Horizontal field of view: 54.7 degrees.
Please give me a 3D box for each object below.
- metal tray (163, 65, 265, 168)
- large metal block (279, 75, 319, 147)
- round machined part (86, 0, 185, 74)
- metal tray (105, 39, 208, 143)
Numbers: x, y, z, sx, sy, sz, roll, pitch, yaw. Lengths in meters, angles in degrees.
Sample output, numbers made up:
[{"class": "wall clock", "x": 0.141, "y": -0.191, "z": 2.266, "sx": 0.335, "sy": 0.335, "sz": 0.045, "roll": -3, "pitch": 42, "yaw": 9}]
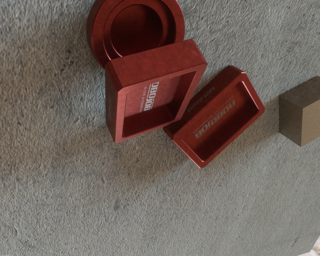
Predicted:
[{"class": "metal tray", "x": 0.079, "y": -0.013, "z": 0.440, "sx": 0.130, "sy": 0.030, "sz": 0.090, "roll": -43, "pitch": 130, "yaw": 1}, {"class": "large metal block", "x": 0.246, "y": -0.028, "z": 0.511, "sx": 0.080, "sy": 0.050, "sz": 0.080, "roll": -27, "pitch": 128, "yaw": -12}, {"class": "round machined part", "x": -0.027, "y": -0.100, "z": 0.320, "sx": 0.099, "sy": 0.042, "sz": 0.097, "roll": -14, "pitch": 125, "yaw": -21}, {"class": "metal tray", "x": -0.011, "y": -0.033, "z": 0.334, "sx": 0.091, "sy": 0.030, "sz": 0.129, "roll": -19, "pitch": 161, "yaw": -17}]
